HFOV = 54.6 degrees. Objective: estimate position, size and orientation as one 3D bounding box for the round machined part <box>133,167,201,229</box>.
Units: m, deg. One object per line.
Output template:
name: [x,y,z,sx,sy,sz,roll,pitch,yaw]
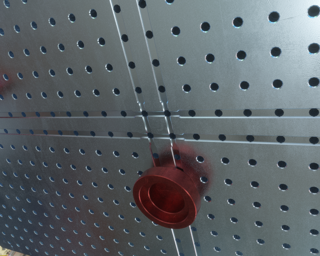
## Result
round machined part: [0.013,0.096,0.453,0.098,0.042,0.097,13,124,21]
